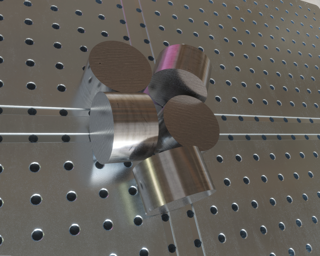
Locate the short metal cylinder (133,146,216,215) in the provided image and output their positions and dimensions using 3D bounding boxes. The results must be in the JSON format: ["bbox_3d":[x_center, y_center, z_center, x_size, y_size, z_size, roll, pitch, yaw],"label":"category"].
[{"bbox_3d":[0.015,0.059,0.344,0.081,0.080,0.050,-7,66,-31],"label":"short metal cylinder"}]

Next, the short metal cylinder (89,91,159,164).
[{"bbox_3d":[-0.043,-0.001,0.351,0.050,0.080,0.080,-2,63,-30],"label":"short metal cylinder"}]

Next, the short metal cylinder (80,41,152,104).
[{"bbox_3d":[-0.057,-0.065,0.400,0.081,0.050,0.080,13,57,-20],"label":"short metal cylinder"}]

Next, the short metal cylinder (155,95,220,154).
[{"bbox_3d":[0.030,0.004,0.405,0.081,0.050,0.080,14,56,-21],"label":"short metal cylinder"}]

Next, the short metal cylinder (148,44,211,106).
[{"bbox_3d":[0.028,-0.068,0.429,0.080,0.080,0.050,25,52,-13],"label":"short metal cylinder"}]
